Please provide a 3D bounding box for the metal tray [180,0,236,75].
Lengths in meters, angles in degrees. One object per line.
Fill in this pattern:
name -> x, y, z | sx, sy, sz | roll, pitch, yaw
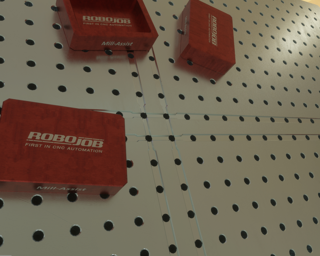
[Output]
metal tray -> 0.085, -0.165, 0.551 | 0.091, 0.030, 0.130 | 18, 55, -18

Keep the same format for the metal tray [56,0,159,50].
metal tray -> -0.077, -0.160, 0.460 | 0.131, 0.030, 0.090 | -9, 66, -32

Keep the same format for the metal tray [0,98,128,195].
metal tray -> -0.104, 0.022, 0.335 | 0.131, 0.030, 0.090 | 8, 58, -24
